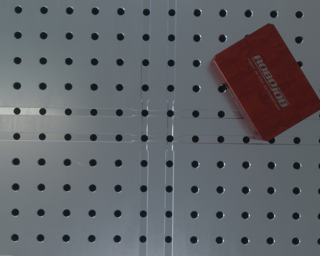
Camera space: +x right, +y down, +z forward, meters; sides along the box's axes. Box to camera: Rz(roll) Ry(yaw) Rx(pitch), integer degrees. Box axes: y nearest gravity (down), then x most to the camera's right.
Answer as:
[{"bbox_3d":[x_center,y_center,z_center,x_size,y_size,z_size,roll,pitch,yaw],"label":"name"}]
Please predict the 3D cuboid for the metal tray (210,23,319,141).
[{"bbox_3d":[0.139,-0.059,0.412,0.090,0.030,0.130,-31,90,0],"label":"metal tray"}]
